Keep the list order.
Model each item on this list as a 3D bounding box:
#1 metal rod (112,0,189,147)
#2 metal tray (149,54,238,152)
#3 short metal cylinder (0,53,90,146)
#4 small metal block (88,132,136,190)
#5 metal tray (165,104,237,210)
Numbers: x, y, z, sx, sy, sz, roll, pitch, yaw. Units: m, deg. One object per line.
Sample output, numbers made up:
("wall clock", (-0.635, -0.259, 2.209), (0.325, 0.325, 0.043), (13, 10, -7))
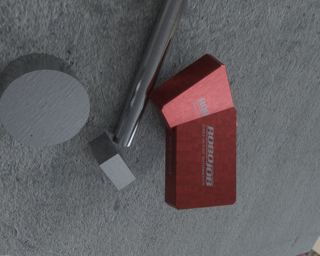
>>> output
("metal rod", (0.007, -0.112, 0.342), (0.025, 0.025, 0.298), (10, 114, -33))
("metal tray", (0.049, -0.021, 0.403), (0.090, 0.030, 0.130), (-35, 141, -5))
("short metal cylinder", (-0.116, -0.029, 0.310), (0.081, 0.050, 0.079), (-14, 125, -21))
("small metal block", (-0.059, 0.041, 0.385), (0.025, 0.050, 0.050), (-33, 129, -7))
("metal tray", (0.054, 0.035, 0.404), (0.091, 0.030, 0.129), (2, 87, -24))
